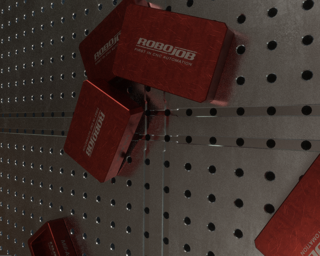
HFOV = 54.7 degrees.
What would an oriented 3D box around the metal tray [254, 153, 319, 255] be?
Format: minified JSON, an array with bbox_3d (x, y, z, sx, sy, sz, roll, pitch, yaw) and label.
[{"bbox_3d":[0.158,0.087,0.275,0.090,0.030,0.129,40,114,32],"label":"metal tray"}]

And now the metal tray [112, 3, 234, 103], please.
[{"bbox_3d":[0.012,-0.091,0.374,0.130,0.030,0.089,21,103,22],"label":"metal tray"}]

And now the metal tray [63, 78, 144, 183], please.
[{"bbox_3d":[-0.087,0.004,0.453,0.090,0.030,0.129,36,119,20],"label":"metal tray"}]

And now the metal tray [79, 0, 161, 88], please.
[{"bbox_3d":[-0.061,-0.117,0.454,0.130,0.030,0.090,-30,72,35],"label":"metal tray"}]

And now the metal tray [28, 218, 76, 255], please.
[{"bbox_3d":[-0.188,0.242,0.557,0.090,0.030,0.130,-43,64,31],"label":"metal tray"}]
